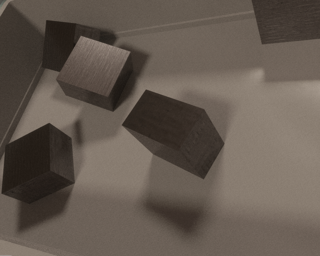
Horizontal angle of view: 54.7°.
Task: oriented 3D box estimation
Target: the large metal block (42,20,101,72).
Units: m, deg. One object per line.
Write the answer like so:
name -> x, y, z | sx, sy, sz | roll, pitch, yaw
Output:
large metal block -> -0.152, -0.135, 0.527 | 0.080, 0.050, 0.079 | 19, 105, 35

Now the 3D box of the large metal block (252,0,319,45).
large metal block -> 0.163, -0.152, 0.378 | 0.080, 0.080, 0.050 | 1, 63, 28

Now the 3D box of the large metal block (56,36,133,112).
large metal block -> -0.095, -0.081, 0.468 | 0.080, 0.050, 0.080 | 19, 70, 7

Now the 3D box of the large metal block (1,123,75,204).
large metal block -> -0.175, 0.052, 0.447 | 0.080, 0.050, 0.080 | -25, 53, 12

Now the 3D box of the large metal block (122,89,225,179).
large metal block -> 0.017, 0.008, 0.356 | 0.080, 0.080, 0.050 | 23, 74, 36
